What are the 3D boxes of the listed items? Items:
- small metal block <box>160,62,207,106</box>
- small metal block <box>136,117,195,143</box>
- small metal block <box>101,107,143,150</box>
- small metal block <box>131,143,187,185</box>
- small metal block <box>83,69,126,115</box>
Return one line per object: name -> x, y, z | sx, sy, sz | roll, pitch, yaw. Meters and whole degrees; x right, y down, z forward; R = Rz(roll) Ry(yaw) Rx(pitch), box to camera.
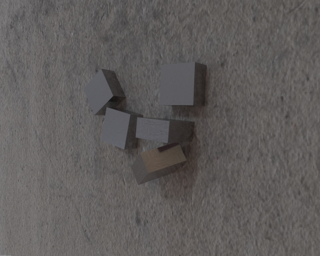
small metal block -> 0.028, -0.052, 0.380 | 0.050, 0.025, 0.050 | 4, 92, 39
small metal block -> 0.007, 0.002, 0.382 | 0.050, 0.050, 0.025 | 8, 95, 39
small metal block -> -0.055, 0.000, 0.448 | 0.050, 0.025, 0.050 | 18, 101, 38
small metal block -> -0.003, 0.044, 0.378 | 0.025, 0.050, 0.050 | 66, 154, 18
small metal block -> -0.085, -0.054, 0.473 | 0.050, 0.025, 0.050 | -39, 66, 32
